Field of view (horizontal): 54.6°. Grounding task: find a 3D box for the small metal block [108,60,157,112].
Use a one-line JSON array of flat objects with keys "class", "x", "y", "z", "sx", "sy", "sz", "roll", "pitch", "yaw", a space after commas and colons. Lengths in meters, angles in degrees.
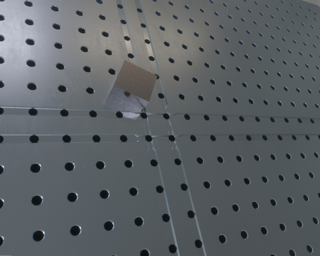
[{"class": "small metal block", "x": -0.036, "y": -0.058, "z": 0.423, "sx": 0.050, "sy": 0.025, "sz": 0.050, "roll": 25, "pitch": 53, "yaw": -13}]
